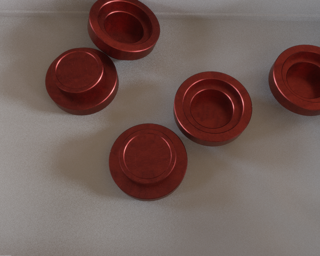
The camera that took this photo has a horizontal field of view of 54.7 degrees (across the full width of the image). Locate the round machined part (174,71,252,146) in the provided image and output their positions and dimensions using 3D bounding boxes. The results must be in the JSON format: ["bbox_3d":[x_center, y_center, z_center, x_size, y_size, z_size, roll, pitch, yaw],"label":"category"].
[{"bbox_3d":[0.067,-0.022,0.409,0.099,0.042,0.098,0,70,0],"label":"round machined part"}]

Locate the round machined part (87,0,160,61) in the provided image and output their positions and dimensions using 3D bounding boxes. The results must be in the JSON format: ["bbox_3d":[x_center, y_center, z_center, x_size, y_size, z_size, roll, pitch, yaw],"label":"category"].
[{"bbox_3d":[-0.053,-0.136,0.440,0.099,0.042,0.098,8,64,-17],"label":"round machined part"}]

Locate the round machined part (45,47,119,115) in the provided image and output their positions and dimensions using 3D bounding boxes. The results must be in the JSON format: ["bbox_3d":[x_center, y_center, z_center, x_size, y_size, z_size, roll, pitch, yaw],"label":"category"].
[{"bbox_3d":[-0.108,-0.070,0.425,0.099,0.042,0.098,0,70,0],"label":"round machined part"}]

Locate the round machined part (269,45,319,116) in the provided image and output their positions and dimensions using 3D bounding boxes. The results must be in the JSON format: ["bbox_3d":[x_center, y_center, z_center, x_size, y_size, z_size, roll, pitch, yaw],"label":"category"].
[{"bbox_3d":[0.198,-0.061,0.424,0.099,0.042,0.098,0,70,0],"label":"round machined part"}]

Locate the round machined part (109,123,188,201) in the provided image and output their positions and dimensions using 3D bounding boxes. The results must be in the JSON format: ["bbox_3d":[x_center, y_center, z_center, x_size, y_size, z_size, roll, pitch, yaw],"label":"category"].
[{"bbox_3d":[-0.015,0.039,0.386,0.099,0.042,0.098,0,70,0],"label":"round machined part"}]
